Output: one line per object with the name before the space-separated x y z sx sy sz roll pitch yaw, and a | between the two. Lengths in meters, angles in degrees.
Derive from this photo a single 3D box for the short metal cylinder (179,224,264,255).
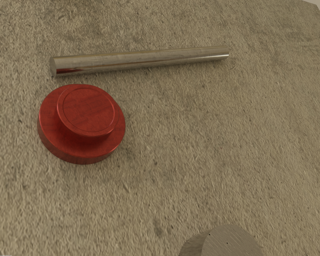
short metal cylinder | 0.066 0.150 0.334 0.081 0.050 0.080 14 56 -21

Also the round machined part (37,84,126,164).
round machined part | -0.086 -0.011 0.354 0.099 0.042 0.098 14 56 -21

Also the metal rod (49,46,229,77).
metal rod | -0.009 -0.104 0.463 0.303 0.025 0.025 -14 69 -34
